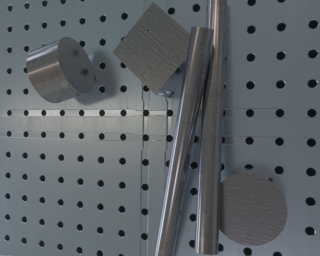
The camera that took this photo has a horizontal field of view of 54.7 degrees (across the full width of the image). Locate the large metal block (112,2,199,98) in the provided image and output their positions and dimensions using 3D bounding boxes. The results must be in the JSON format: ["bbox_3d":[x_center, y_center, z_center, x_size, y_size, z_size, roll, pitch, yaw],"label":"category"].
[{"bbox_3d":[0.001,-0.097,0.399,0.080,0.050,0.080,46,104,14],"label":"large metal block"}]

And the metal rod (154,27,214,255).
[{"bbox_3d":[0.025,0.033,0.376,0.025,0.025,0.298,14,105,19],"label":"metal rod"}]

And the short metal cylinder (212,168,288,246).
[{"bbox_3d":[0.105,0.089,0.362,0.080,0.050,0.079,0,90,20],"label":"short metal cylinder"}]

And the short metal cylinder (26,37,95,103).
[{"bbox_3d":[-0.136,-0.079,0.431,0.050,0.080,0.080,-15,85,19],"label":"short metal cylinder"}]

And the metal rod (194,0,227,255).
[{"bbox_3d":[0.060,-0.014,0.358,0.025,0.025,0.299,0,78,20],"label":"metal rod"}]
